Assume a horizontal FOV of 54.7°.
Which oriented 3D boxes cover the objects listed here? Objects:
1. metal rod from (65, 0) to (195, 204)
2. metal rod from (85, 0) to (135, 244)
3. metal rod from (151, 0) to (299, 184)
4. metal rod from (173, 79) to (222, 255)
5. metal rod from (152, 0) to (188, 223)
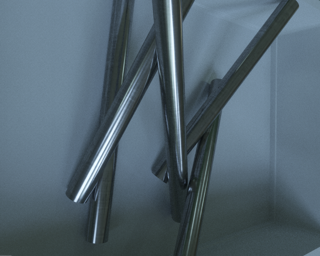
[{"bbox_3d":[-0.018,-0.055,0.313,0.025,0.025,0.299,23,100,-38],"label":"metal rod"},{"bbox_3d":[-0.056,-0.022,0.359,0.025,0.025,0.298,10,84,-40],"label":"metal rod"},{"bbox_3d":[0.090,-0.053,0.418,0.025,0.025,0.300,40,85,-33],"label":"metal rod"},{"bbox_3d":[0.055,0.051,0.401,0.025,0.025,0.300,42,49,-32],"label":"metal rod"},{"bbox_3d":[0.017,0.003,0.344,0.025,0.025,0.298,-36,136,-34],"label":"metal rod"}]
